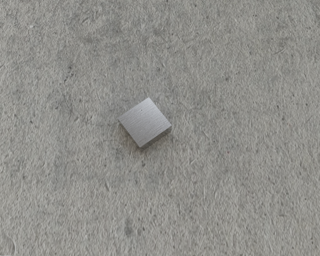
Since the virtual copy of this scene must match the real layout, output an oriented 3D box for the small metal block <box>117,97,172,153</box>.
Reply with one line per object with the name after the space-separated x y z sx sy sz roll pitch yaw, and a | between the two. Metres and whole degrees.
-0.020 -0.004 0.411 0.050 0.025 0.050 -35 74 -12 | small metal block
